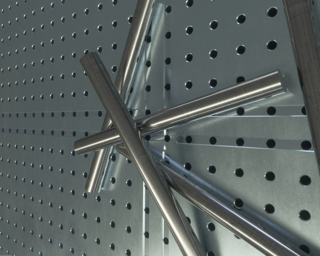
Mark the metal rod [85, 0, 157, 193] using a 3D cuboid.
[{"bbox_3d":[-0.062,-0.039,0.457,0.025,0.025,0.298,29,108,36],"label":"metal rod"}]

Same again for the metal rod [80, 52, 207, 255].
[{"bbox_3d":[-0.019,0.041,0.379,0.025,0.025,0.299,-32,84,35],"label":"metal rod"}]

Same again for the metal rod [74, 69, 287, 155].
[{"bbox_3d":[0.001,-0.009,0.388,0.300,0.025,0.025,-17,79,32],"label":"metal rod"}]

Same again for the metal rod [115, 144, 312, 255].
[{"bbox_3d":[0.051,0.084,0.365,0.300,0.025,0.025,29,108,35],"label":"metal rod"}]

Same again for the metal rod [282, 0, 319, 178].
[{"bbox_3d":[0.142,-0.062,0.291,0.025,0.025,0.298,-14,81,39],"label":"metal rod"}]
